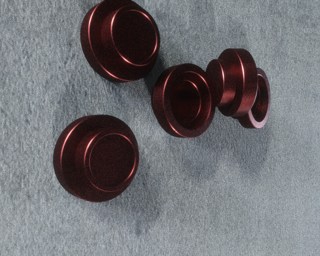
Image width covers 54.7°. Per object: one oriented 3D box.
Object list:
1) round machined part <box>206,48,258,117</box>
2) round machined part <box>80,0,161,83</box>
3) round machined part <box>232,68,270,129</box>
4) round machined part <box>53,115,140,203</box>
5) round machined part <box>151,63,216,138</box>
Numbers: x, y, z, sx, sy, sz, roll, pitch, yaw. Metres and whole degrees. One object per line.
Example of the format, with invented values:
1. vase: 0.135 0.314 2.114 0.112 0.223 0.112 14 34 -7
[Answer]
1. round machined part: 0.096 -0.065 0.447 0.042 0.098 0.097 -3 92 -14
2. round machined part: -0.039 -0.104 0.363 0.099 0.042 0.097 0 90 -40
3. round machined part: 0.143 -0.048 0.510 0.099 0.042 0.097 -3 94 -50
4. round machined part: -0.062 0.034 0.343 0.099 0.042 0.097 0 90 -40
5. round machined part: 0.028 -0.036 0.419 0.099 0.042 0.097 0 90 -40
